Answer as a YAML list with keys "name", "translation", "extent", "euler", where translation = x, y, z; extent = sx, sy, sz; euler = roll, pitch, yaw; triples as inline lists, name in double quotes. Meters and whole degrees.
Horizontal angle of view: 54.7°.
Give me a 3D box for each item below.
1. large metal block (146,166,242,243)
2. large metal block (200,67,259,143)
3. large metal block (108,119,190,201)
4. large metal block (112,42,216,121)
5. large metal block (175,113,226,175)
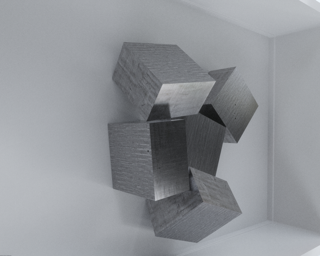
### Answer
- name: "large metal block"
  translation: [0.043, 0.102, 0.399]
  extent: [0.080, 0.080, 0.050]
  euler: [26, 32, -39]
- name: "large metal block"
  translation: [0.096, -0.034, 0.472]
  extent: [0.080, 0.050, 0.080]
  euler: [52, 60, -28]
- name: "large metal block"
  translation: [-0.015, 0.032, 0.359]
  extent: [0.050, 0.080, 0.079]
  euler: [-7, 95, -40]
- name: "large metal block"
  translation: [0.003, -0.057, 0.366]
  extent: [0.081, 0.080, 0.050]
  euler: [-10, 138, -39]
- name: "large metal block"
  translation: [0.039, 0.024, 0.424]
  extent: [0.080, 0.050, 0.080]
  euler: [24, 75, -38]
